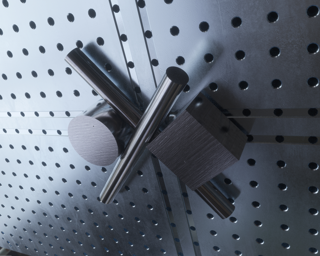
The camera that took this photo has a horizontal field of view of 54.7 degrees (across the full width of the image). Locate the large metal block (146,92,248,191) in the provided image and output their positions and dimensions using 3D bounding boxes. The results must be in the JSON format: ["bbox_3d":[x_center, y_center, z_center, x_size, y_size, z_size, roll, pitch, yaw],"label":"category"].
[{"bbox_3d":[0.044,0.017,0.376,0.080,0.050,0.080,44,129,-2],"label":"large metal block"}]

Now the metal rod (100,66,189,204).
[{"bbox_3d":[-0.036,0.033,0.419,0.025,0.025,0.298,36,137,4],"label":"metal rod"}]

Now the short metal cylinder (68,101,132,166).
[{"bbox_3d":[-0.081,0.007,0.437,0.080,0.050,0.079,13,124,21],"label":"short metal cylinder"}]

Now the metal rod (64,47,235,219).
[{"bbox_3d":[-0.011,0.010,0.417,0.300,0.025,0.025,45,129,-4],"label":"metal rod"}]
